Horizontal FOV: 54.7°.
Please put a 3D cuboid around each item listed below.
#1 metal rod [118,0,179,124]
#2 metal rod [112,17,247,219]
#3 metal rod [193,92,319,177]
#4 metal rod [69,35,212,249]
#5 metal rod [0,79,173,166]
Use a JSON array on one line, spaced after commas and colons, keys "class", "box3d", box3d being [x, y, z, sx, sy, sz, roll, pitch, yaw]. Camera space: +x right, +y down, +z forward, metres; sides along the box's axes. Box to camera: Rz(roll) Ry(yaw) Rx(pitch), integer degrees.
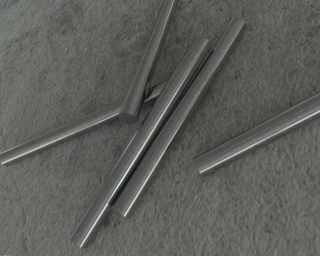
[{"class": "metal rod", "box3d": [-0.004, -0.135, 0.466, 0.025, 0.025, 0.300, -1, 55, 27]}, {"class": "metal rod", "box3d": [0.032, -0.023, 0.399, 0.025, 0.025, 0.300, 22, 73, 36]}, {"class": "metal rod", "box3d": [0.174, -0.027, 0.328, 0.301, 0.025, 0.025, -29, 52, 9]}, {"class": "metal rod", "box3d": [-0.019, 0.011, 0.392, 0.025, 0.025, 0.300, 25, 79, 36]}, {"class": "metal rod", "box3d": [-0.115, -0.004, 0.464, 0.301, 0.025, 0.025, -22, 54, 14]}]
